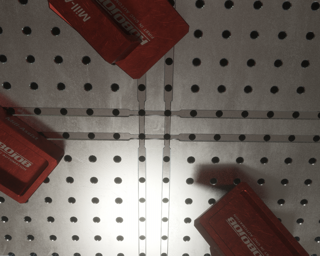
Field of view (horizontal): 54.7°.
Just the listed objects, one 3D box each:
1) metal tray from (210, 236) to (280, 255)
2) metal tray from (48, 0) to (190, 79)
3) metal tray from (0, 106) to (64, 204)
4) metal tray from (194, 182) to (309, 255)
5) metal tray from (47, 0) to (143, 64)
[{"bbox_3d":[0.146,0.206,0.456,0.131,0.090,0.030,12,110,-5],"label":"metal tray"},{"bbox_3d":[-0.041,-0.125,0.339,0.090,0.030,0.130,-42,128,13],"label":"metal tray"},{"bbox_3d":[-0.211,0.032,0.419,0.130,0.030,0.090,39,105,-14],"label":"metal tray"},{"bbox_3d":[0.121,0.149,0.413,0.091,0.030,0.130,-34,75,-22],"label":"metal tray"},{"bbox_3d":[-0.077,-0.128,0.321,0.030,0.090,0.130,-41,99,16],"label":"metal tray"}]
